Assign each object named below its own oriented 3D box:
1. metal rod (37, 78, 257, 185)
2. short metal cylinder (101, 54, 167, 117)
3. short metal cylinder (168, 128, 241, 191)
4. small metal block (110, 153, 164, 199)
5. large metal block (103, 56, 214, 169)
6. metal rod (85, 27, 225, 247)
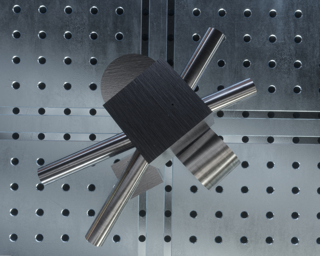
[{"bbox_3d":[-0.016,0.005,0.409,0.301,0.025,0.025,-23,90,0],"label":"metal rod"},{"bbox_3d":[-0.031,-0.050,0.397,0.081,0.050,0.079,0,90,0],"label":"short metal cylinder"},{"bbox_3d":[0.052,0.031,0.383,0.050,0.080,0.080,-43,90,1],"label":"short metal cylinder"},{"bbox_3d":[-0.030,0.059,0.410,0.050,0.025,0.050,-28,90,0],"label":"small metal block"},{"bbox_3d":[0.001,-0.014,0.334,0.080,0.050,0.080,-40,73,1],"label":"large metal block"},{"bbox_3d":[-0.006,0.010,0.385,0.025,0.025,0.299,31,89,0],"label":"metal rod"}]
